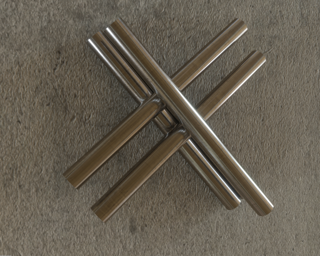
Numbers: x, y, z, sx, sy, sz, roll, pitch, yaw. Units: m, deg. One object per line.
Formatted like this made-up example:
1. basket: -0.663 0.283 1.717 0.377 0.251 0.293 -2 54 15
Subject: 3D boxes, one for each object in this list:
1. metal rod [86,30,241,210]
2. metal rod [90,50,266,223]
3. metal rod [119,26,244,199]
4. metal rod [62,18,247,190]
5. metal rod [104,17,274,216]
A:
1. metal rod: 0.013 -0.001 0.416 0.025 0.025 0.300 -44 104 -15
2. metal rod: 0.033 0.001 0.397 0.301 0.025 0.025 -44 104 -15
3. metal rod: 0.033 -0.015 0.423 0.025 0.025 0.300 -44 104 -15
4. metal rod: 0.005 -0.040 0.386 0.301 0.025 0.025 -44 104 -15
5. metal rod: 0.043 -0.003 0.374 0.025 0.025 0.300 -45 104 -15
